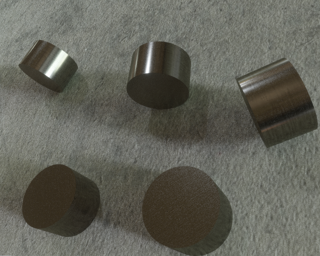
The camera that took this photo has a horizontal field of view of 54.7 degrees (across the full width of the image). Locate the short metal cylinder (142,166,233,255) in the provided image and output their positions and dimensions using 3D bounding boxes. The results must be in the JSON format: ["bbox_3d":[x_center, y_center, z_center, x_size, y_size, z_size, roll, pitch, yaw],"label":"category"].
[{"bbox_3d":[0.029,0.086,0.319,0.080,0.050,0.080,-13,56,20],"label":"short metal cylinder"}]

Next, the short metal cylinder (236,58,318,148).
[{"bbox_3d":[0.119,-0.025,0.321,0.050,0.080,0.080,-24,53,14],"label":"short metal cylinder"}]

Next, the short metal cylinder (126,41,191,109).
[{"bbox_3d":[0.000,-0.067,0.409,0.080,0.080,0.050,-8,59,24],"label":"short metal cylinder"}]

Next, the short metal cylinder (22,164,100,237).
[{"bbox_3d":[-0.125,0.093,0.395,0.080,0.050,0.080,-13,56,20],"label":"short metal cylinder"}]

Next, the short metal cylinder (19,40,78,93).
[{"bbox_3d":[-0.189,-0.104,0.529,0.080,0.080,0.050,16,70,34],"label":"short metal cylinder"}]
